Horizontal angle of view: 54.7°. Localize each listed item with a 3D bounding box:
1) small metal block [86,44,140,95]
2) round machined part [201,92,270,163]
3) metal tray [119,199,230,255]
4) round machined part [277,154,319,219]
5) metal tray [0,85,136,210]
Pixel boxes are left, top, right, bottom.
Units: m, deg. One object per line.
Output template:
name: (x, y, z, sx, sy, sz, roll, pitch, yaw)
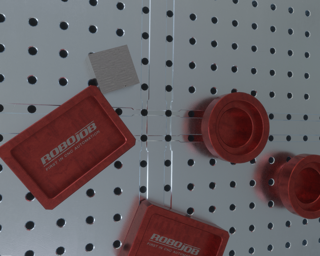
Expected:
small metal block: (-0.060, -0.072, 0.390, 0.050, 0.025, 0.050, -20, 97, -19)
round machined part: (0.102, -0.001, 0.441, 0.099, 0.042, 0.097, 0, 90, -20)
metal tray: (0.021, 0.161, 0.417, 0.131, 0.030, 0.090, 25, 82, -19)
round machined part: (0.226, 0.089, 0.487, 0.099, 0.042, 0.097, 0, 90, -20)
metal tray: (-0.106, 0.021, 0.370, 0.131, 0.030, 0.090, -38, 103, -16)
